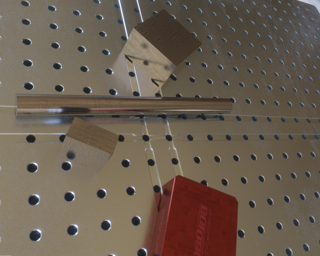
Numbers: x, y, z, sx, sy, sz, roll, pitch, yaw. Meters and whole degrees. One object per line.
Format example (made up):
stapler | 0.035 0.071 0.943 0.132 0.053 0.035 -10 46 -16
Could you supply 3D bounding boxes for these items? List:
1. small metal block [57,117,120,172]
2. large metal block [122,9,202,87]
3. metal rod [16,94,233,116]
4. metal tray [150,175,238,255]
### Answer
small metal block | -0.079 0.019 0.339 0.050 0.050 0.025 24 53 -14
large metal block | 0.004 -0.122 0.471 0.080 0.050 0.080 42 51 0
metal rod | -0.026 -0.030 0.413 0.303 0.025 0.025 -2 63 -30
metal tray | 0.040 0.129 0.350 0.090 0.030 0.130 24 53 -14
